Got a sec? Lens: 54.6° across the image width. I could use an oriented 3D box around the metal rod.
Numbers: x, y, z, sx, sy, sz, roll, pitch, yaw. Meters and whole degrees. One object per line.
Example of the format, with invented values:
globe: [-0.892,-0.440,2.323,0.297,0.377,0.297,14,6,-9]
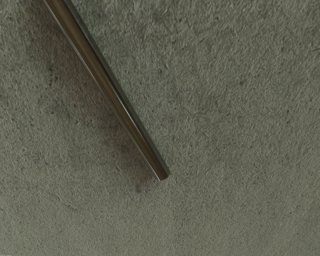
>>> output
metal rod: [-0.053,-0.036,0.375,0.025,0.025,0.299,-17,128,14]
